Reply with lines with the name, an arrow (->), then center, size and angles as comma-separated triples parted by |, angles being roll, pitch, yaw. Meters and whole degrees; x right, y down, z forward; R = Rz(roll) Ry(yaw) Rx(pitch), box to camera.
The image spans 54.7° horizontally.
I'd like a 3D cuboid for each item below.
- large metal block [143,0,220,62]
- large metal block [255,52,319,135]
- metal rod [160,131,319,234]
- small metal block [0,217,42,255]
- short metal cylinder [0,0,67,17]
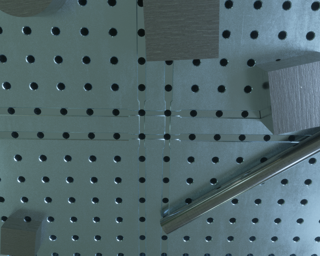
large metal block -> 0.023, -0.122, 0.355 | 0.081, 0.050, 0.079 | -3, 110, 0
large metal block -> 0.170, -0.044, 0.386 | 0.080, 0.050, 0.079 | -12, 110, 4
metal rod -> 0.132, 0.072, 0.441 | 0.300, 0.025, 0.025 | -32, 107, 10
small metal block -> -0.211, 0.167, 0.472 | 0.050, 0.025, 0.050 | 10, 110, -4
short metal cylinder -> -0.145, -0.163, 0.338 | 0.081, 0.050, 0.079 | 0, 110, -1
